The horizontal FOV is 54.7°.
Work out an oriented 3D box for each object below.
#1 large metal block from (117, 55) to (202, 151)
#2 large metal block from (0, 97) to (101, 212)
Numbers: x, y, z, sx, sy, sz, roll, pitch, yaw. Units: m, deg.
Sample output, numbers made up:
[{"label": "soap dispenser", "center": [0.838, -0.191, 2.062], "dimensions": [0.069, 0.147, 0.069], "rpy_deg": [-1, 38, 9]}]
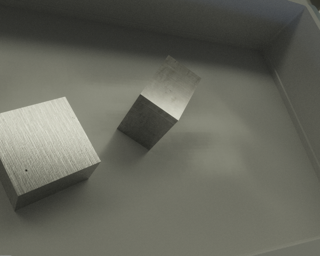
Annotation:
[{"label": "large metal block", "center": [-0.002, -0.031, 0.390], "dimensions": [0.050, 0.080, 0.080], "rpy_deg": [35, 51, -6]}, {"label": "large metal block", "center": [-0.120, 0.024, 0.311], "dimensions": [0.081, 0.050, 0.080], "rpy_deg": [-22, 74, -36]}]
